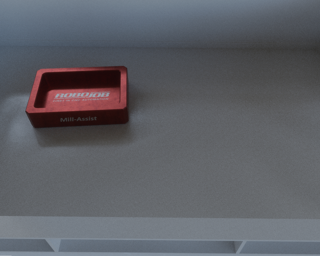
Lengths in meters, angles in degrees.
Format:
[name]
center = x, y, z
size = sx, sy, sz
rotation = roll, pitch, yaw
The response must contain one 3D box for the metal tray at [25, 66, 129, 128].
[metal tray]
center = -0.111, -0.046, 0.438
size = 0.131, 0.030, 0.090
rotation = -3, 50, -3
